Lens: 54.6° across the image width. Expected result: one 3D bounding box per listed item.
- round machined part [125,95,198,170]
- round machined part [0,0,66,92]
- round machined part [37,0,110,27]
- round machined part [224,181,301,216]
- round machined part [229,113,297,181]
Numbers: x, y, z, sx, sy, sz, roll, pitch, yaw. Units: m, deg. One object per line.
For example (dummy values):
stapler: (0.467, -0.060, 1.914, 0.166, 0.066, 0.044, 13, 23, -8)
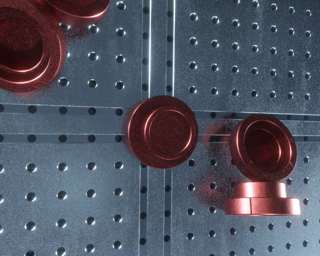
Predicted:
round machined part: (0.007, 0.006, 0.406, 0.099, 0.042, 0.097, 0, 90, -20)
round machined part: (-0.150, -0.091, 0.333, 0.099, 0.042, 0.097, -1, 116, -1)
round machined part: (-0.100, -0.167, 0.347, 0.099, 0.042, 0.098, 15, 63, -32)
round machined part: (0.138, 0.098, 0.427, 0.099, 0.098, 0.042, 7, 72, -20)
round machined part: (0.142, 0.031, 0.446, 0.099, 0.042, 0.098, 6, 70, -18)
